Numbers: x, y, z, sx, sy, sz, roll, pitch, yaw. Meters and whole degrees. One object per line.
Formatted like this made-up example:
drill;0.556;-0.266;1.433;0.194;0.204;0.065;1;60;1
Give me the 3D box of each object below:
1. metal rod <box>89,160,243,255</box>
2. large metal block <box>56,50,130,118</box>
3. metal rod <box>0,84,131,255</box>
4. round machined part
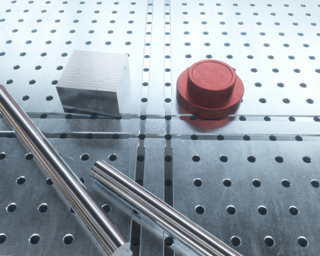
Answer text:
metal rod;0.046;0.118;0.309;0.300;0.025;0.025;30;56;22
large metal block;-0.091;-0.064;0.444;0.080;0.050;0.080;5;50;4
metal rod;-0.137;0.034;0.376;0.025;0.025;0.300;-34;58;-25
round machined part;0.073;-0.063;0.451;0.099;0.042;0.098;0;50;0
